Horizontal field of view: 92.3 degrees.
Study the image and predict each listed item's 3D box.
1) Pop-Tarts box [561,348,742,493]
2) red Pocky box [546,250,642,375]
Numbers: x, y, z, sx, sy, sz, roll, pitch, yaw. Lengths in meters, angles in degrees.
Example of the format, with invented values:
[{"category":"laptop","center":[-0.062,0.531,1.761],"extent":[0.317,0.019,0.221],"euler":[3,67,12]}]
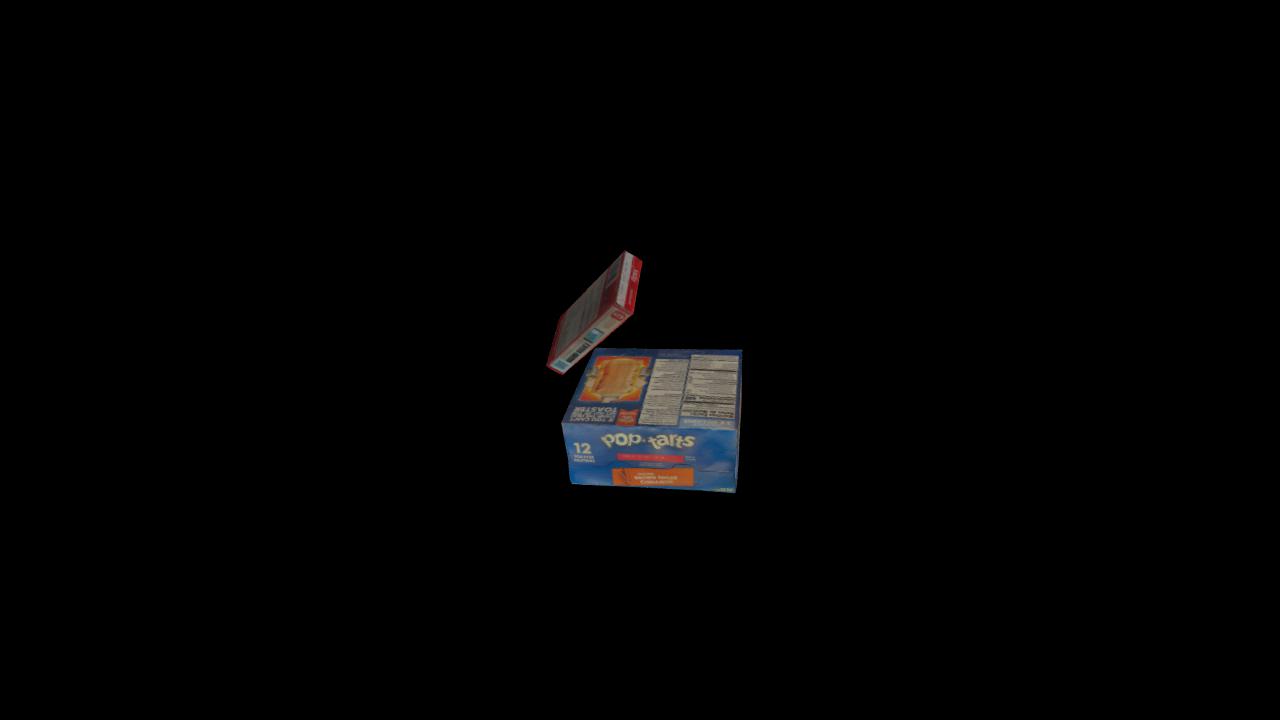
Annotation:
[{"category":"Pop-Tarts box","center":[0.020,0.057,0.639],"extent":[0.167,0.083,0.141],"euler":[0,32,11]},{"category":"red Pocky box","center":[-0.054,-0.051,0.707],"extent":[0.028,0.083,0.155],"euler":[27,-40,-24]}]
